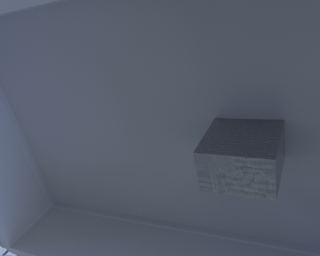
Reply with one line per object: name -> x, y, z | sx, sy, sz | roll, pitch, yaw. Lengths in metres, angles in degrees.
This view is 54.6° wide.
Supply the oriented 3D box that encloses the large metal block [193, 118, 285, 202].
large metal block -> 0.091, 0.030, 0.344 | 0.080, 0.080, 0.050 | 3, 120, 27
